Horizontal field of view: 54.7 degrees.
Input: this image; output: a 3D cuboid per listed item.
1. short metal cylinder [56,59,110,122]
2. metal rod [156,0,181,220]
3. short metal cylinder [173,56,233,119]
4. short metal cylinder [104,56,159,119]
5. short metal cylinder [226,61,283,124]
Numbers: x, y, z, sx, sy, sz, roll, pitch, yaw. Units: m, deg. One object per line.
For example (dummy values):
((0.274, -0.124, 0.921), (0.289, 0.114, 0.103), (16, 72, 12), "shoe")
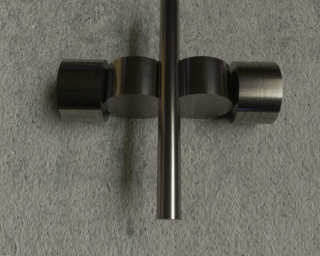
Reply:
((-0.094, -0.047, 0.397), (0.050, 0.080, 0.080), (1, 70, 0), "short metal cylinder")
((0.011, -0.048, 0.362), (0.025, 0.025, 0.299), (1, 70, 0), "metal rod")
((0.051, -0.049, 0.398), (0.080, 0.080, 0.050), (1, 70, 0), "short metal cylinder")
((-0.029, -0.049, 0.398), (0.080, 0.080, 0.050), (1, 70, 0), "short metal cylinder")
((0.117, -0.045, 0.398), (0.050, 0.080, 0.080), (1, 70, 0), "short metal cylinder")
